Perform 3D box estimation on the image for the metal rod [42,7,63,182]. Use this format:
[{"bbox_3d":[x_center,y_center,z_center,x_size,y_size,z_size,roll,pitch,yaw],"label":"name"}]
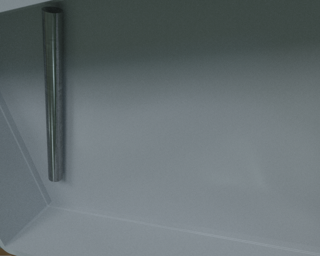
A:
[{"bbox_3d":[-0.161,-0.029,0.472,0.025,0.025,0.298,23,127,14],"label":"metal rod"}]
